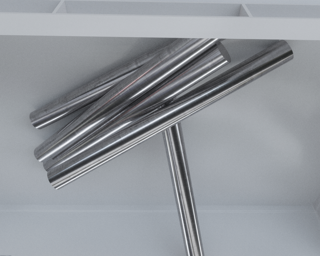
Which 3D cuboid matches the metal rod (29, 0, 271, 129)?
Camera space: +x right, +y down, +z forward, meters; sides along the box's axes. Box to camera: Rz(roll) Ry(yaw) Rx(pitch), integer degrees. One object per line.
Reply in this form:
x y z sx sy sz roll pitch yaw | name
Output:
-0.026 -0.066 0.352 0.300 0.025 0.025 -23 127 18 | metal rod

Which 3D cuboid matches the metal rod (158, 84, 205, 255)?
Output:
0.031 0.086 0.404 0.025 0.025 0.298 -9 105 7 | metal rod

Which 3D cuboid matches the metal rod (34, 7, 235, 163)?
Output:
-0.051 -0.031 0.351 0.299 0.025 0.025 -31 124 30 | metal rod

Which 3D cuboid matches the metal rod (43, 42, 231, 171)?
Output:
-0.049 -0.010 0.377 0.299 0.025 0.025 -30 125 31 | metal rod

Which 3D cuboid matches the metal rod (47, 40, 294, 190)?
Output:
0.008 -0.013 0.350 0.301 0.025 0.025 -29 126 4 | metal rod
